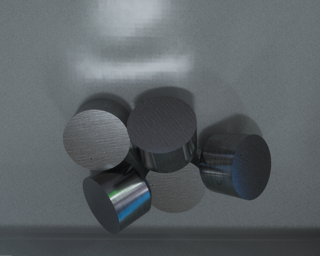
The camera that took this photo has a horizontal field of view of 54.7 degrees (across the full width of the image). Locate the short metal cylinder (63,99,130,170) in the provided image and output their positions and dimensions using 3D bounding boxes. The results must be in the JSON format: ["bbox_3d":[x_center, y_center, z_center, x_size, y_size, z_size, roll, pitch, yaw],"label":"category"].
[{"bbox_3d":[-0.077,0.007,0.397,0.081,0.050,0.079,0,110,-1],"label":"short metal cylinder"}]

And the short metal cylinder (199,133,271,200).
[{"bbox_3d":[0.096,0.047,0.393,0.081,0.050,0.079,-2,93,-39],"label":"short metal cylinder"}]

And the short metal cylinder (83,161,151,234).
[{"bbox_3d":[-0.057,0.089,0.405,0.050,0.080,0.079,-27,115,-36],"label":"short metal cylinder"}]

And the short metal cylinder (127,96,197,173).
[{"bbox_3d":[0.004,0.008,0.375,0.080,0.080,0.050,-8,146,2],"label":"short metal cylinder"}]

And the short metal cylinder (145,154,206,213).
[{"bbox_3d":[0.019,0.067,0.421,0.081,0.050,0.079,0,110,-1],"label":"short metal cylinder"}]
